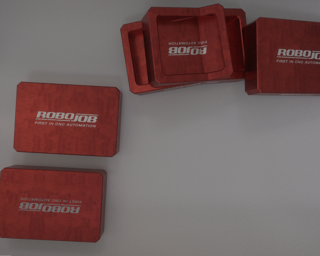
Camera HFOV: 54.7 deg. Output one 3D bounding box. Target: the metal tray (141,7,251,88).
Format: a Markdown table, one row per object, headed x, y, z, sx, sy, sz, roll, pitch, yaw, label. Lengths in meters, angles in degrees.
| x | y | z | sx | sy | sz | roll | pitch | yaw | label |
| --- | --- | --- | --- | --- | --- | --- | --- | --- | --- |
| 0.048 | -0.101 | 0.389 | 0.131 | 0.030 | 0.089 | -6 | 90 | -18 | metal tray |

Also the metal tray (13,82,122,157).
| x | y | z | sx | sy | sz | roll | pitch | yaw | label |
| --- | --- | --- | --- | --- | --- | --- | --- | --- | --- |
| -0.119 | -0.011 | 0.408 | 0.131 | 0.030 | 0.089 | 3 | 90 | 0 | metal tray |

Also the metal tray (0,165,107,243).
| x | y | z | sx | sy | sz | roll | pitch | yaw | label |
| --- | --- | --- | --- | --- | --- | --- | --- | --- | --- |
| -0.139 | 0.098 | 0.408 | 0.131 | 0.030 | 0.089 | 3 | 90 | 0 | metal tray |

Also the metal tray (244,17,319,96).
| x | y | z | sx | sy | sz | roll | pitch | yaw | label |
| --- | --- | --- | --- | --- | --- | --- | --- | --- | --- |
| 0.173 | -0.087 | 0.394 | 0.131 | 0.030 | 0.089 | -1 | 90 | -15 | metal tray |

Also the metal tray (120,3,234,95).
| x | y | z | sx | sy | sz | roll | pitch | yaw | label |
| --- | --- | --- | --- | --- | --- | --- | --- | --- | --- |
| 0.022 | -0.097 | 0.396 | 0.131 | 0.030 | 0.089 | -9 | 90 | 10 | metal tray |
